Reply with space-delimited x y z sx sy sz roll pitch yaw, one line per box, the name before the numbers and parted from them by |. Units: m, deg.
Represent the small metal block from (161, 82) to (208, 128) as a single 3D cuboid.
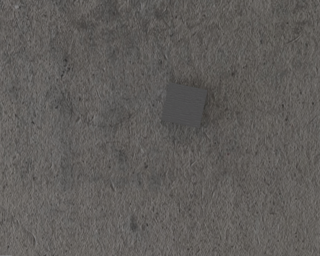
small metal block | 0.031 -0.030 0.410 0.050 0.025 0.050 12 90 0
